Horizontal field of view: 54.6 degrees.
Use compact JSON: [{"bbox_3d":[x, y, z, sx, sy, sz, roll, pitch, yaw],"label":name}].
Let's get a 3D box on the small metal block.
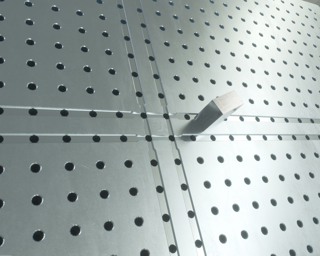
[{"bbox_3d":[0.086,-0.025,0.453,0.050,0.050,0.025,-25,76,-37],"label":"small metal block"}]
